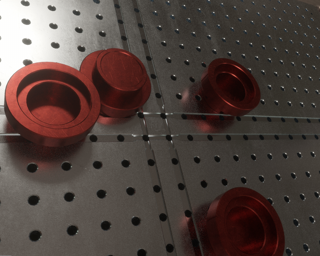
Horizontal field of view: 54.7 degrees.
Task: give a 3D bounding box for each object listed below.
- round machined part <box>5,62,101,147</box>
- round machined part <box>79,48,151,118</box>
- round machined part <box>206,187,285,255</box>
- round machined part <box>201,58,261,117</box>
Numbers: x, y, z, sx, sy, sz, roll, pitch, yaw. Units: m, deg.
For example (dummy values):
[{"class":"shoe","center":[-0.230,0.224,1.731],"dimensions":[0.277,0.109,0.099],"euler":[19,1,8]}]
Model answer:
[{"class":"round machined part","center":[-0.120,-0.023,0.347],"dimensions":[0.099,0.042,0.098],"euler":[14,56,-21]},{"class":"round machined part","center":[-0.056,-0.066,0.408],"dimensions":[0.099,0.042,0.098],"euler":[14,56,-21]},{"class":"round machined part","center":[0.098,0.125,0.376],"dimensions":[0.099,0.042,0.098],"euler":[14,56,-21]},{"class":"round machined part","center":[0.107,-0.060,0.494],"dimensions":[0.099,0.042,0.098],"euler":[14,56,-21]}]
